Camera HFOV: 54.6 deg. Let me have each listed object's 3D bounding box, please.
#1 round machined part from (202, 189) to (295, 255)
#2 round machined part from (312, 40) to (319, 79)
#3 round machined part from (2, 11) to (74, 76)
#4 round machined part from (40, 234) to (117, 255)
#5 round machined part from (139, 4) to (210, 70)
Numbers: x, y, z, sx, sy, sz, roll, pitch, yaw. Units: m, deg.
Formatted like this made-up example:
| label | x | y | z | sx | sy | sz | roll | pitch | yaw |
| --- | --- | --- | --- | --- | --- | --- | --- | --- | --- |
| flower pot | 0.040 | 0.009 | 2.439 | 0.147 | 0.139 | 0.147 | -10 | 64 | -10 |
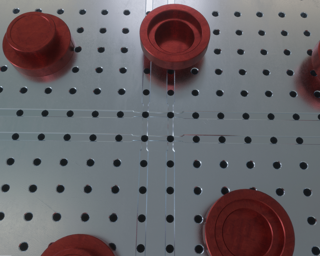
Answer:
| label | x | y | z | sx | sy | sz | roll | pitch | yaw |
| --- | --- | --- | --- | --- | --- | --- | --- | --- | --- |
| round machined part | 0.098 | 0.123 | 0.359 | 0.099 | 0.042 | 0.098 | 0 | 70 | 0 |
| round machined part | 0.263 | -0.091 | 0.437 | 0.099 | 0.042 | 0.098 | 0 | 70 | 0 |
| round machined part | -0.179 | -0.128 | 0.449 | 0.099 | 0.042 | 0.098 | 0 | 70 | 0 |
| round machined part | -0.093 | 0.168 | 0.341 | 0.099 | 0.042 | 0.098 | 0 | 70 | 0 |
| round machined part | 0.021 | -0.127 | 0.449 | 0.099 | 0.042 | 0.098 | 0 | 70 | 0 |
